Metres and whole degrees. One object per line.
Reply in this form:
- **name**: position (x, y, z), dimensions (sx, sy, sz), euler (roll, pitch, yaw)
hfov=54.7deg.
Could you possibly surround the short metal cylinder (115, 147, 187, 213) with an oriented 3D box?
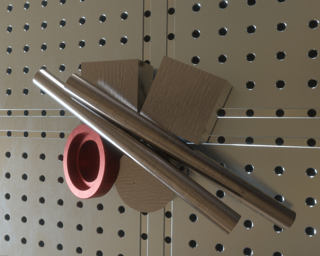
- **short metal cylinder**: position (-0.010, 0.062, 0.398), dimensions (0.080, 0.050, 0.079), euler (0, 90, 20)

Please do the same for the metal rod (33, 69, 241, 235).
- **metal rod**: position (-0.038, 0.018, 0.367), dimensions (0.300, 0.025, 0.025), euler (36, 102, 15)

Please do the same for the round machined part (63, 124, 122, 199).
- **round machined part**: position (-0.086, 0.044, 0.418), dimensions (0.098, 0.042, 0.097), euler (-4, 84, 43)

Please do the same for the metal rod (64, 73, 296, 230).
- **metal rod**: position (0.021, 0.026, 0.361), dimensions (0.301, 0.025, 0.025), euler (32, 101, 2)

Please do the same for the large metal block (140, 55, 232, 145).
- **large metal block**: position (0.032, -0.033, 0.383), dimensions (0.080, 0.050, 0.080), euler (26, 98, 18)

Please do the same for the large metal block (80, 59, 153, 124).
- **large metal block**: position (-0.056, -0.045, 0.412), dimensions (0.080, 0.050, 0.079), euler (1, 90, 20)
